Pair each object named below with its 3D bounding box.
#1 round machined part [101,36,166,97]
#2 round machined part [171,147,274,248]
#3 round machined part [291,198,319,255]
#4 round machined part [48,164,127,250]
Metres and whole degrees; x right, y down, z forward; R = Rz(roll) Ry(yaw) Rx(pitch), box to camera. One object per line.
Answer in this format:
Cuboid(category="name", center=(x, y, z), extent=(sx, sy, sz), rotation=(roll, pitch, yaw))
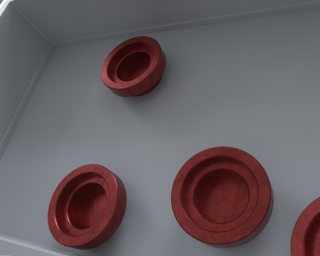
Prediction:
Cuboid(category="round machined part", center=(-0.035, -0.086, 0.465), extent=(0.098, 0.042, 0.098), rotation=(-13, 56, 20))
Cuboid(category="round machined part", center=(0.065, 0.072, 0.316), extent=(0.098, 0.042, 0.098), rotation=(-13, 56, 20))
Cuboid(category="round machined part", center=(0.158, 0.099, 0.238), extent=(0.098, 0.042, 0.098), rotation=(-31, 43, 34))
Cuboid(category="round machined part", center=(-0.083, 0.097, 0.377), extent=(0.098, 0.042, 0.098), rotation=(-13, 56, 20))
